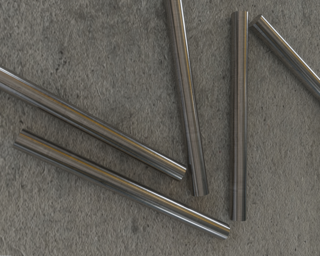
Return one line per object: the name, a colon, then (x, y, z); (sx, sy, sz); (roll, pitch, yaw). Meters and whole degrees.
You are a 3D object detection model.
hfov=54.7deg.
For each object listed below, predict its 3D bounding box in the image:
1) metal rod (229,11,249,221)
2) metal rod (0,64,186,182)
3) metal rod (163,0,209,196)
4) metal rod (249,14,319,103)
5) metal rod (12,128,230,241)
metal rod: (0.115, -0.017, 0.450); (0.025, 0.025, 0.298); (1, 90, -20)
metal rod: (-0.097, -0.010, 0.373); (0.301, 0.025, 0.025); (30, 80, -18)
metal rod: (0.034, -0.056, 0.421); (0.025, 0.025, 0.298); (-9, 93, -20)
metal rod: (0.252, -0.067, 0.501); (0.301, 0.025, 0.025); (40, 78, -16)
metal rod: (-0.034, 0.080, 0.396); (0.301, 0.025, 0.025); (29, 81, -18)
